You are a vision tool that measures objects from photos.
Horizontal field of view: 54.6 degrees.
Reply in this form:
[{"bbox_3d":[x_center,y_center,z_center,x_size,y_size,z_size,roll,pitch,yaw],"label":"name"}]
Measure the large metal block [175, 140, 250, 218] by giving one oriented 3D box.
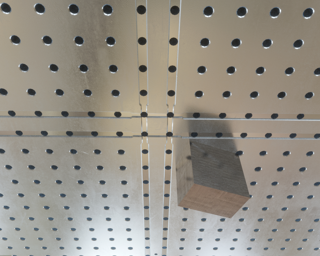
[{"bbox_3d":[0.070,0.071,0.436,0.080,0.080,0.050,17,128,-14],"label":"large metal block"}]
